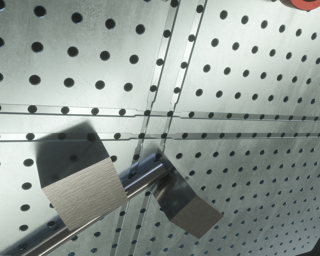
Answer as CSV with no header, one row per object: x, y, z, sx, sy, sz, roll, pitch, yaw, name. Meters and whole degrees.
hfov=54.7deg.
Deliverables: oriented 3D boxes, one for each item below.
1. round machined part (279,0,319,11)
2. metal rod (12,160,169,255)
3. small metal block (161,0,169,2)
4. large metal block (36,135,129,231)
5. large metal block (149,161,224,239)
0.175,-0.197,0.374,0.099,0.042,0.097,-14,124,-21,round machined part
-0.120,0.137,0.430,0.301,0.025,0.025,-33,129,-7,metal rod
0.012,-0.152,0.307,0.050,0.050,0.025,-32,129,-8,small metal block
-0.094,0.068,0.386,0.080,0.050,0.080,-25,128,-13,large metal block
0.036,0.107,0.462,0.050,0.080,0.080,-45,129,3,large metal block
